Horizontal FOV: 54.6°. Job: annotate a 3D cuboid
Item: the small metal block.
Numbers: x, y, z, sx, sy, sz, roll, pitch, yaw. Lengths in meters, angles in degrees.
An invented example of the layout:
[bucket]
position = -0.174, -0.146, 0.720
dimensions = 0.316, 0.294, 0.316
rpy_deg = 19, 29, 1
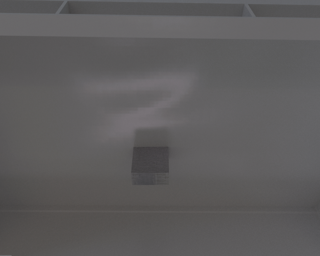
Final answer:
[small metal block]
position = -0.013, 0.053, 0.437
dimensions = 0.050, 0.050, 0.025
rpy_deg = 0, 130, 0
